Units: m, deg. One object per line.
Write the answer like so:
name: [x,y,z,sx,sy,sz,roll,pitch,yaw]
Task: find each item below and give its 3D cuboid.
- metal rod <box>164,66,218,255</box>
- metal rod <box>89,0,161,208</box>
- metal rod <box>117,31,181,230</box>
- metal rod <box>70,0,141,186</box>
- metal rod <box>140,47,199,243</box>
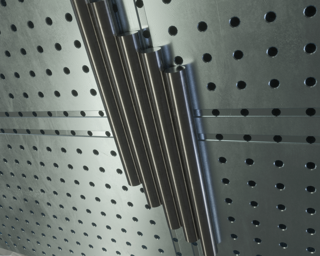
metal rod: [0.048,0.063,0.423,0.025,0.025,0.298,1,119,27]
metal rod: [-0.038,-0.015,0.419,0.025,0.025,0.298,1,119,27]
metal rod: [-0.007,0.021,0.425,0.025,0.025,0.298,1,119,27]
metal rod: [-0.068,-0.048,0.415,0.025,0.025,0.298,1,119,27]
metal rod: [0.020,0.040,0.424,0.025,0.025,0.298,1,119,27]
